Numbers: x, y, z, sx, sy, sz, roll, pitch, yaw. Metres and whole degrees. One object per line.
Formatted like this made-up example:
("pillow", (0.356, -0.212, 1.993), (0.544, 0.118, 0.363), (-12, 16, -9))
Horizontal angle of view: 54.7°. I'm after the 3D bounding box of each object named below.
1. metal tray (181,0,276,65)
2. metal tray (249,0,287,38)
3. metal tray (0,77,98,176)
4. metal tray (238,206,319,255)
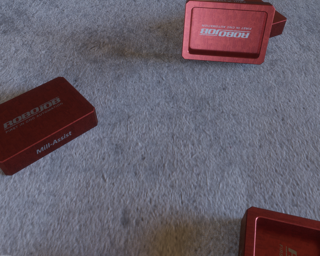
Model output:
("metal tray", (0.103, -0.151, 0.486), (0.131, 0.089, 0.030), (5, 30, 4))
("metal tray", (0.148, -0.191, 0.562), (0.131, 0.030, 0.090), (-21, 53, -17))
("metal tray", (-0.161, -0.008, 0.405), (0.131, 0.030, 0.090), (-33, 58, -25))
("metal tray", (0.117, 0.144, 0.280), (0.090, 0.030, 0.130), (11, 51, 8))
